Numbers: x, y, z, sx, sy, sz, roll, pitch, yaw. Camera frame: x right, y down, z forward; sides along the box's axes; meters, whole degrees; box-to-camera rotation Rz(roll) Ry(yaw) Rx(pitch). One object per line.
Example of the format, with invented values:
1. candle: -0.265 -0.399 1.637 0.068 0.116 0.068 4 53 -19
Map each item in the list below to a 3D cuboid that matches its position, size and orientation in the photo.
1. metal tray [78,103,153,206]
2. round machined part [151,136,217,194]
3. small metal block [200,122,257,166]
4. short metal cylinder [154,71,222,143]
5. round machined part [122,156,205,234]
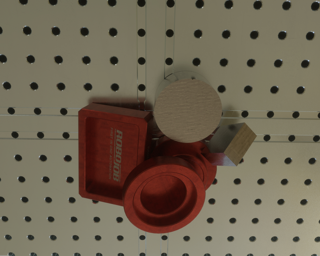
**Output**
1. metal tray: -0.060 0.038 0.412 0.090 0.030 0.129 9 110 11
2. round machined part: 0.029 0.058 0.425 0.099 0.042 0.097 0 110 -1
3. small metal block: 0.088 0.022 0.399 0.025 0.050 0.050 45 69 -15
4. short metal cylinder: 0.033 -0.028 0.390 0.081 0.050 0.079 0 110 -1
5. round machined part: 0.003 0.077 0.382 0.099 0.042 0.097 -4 112 -10
